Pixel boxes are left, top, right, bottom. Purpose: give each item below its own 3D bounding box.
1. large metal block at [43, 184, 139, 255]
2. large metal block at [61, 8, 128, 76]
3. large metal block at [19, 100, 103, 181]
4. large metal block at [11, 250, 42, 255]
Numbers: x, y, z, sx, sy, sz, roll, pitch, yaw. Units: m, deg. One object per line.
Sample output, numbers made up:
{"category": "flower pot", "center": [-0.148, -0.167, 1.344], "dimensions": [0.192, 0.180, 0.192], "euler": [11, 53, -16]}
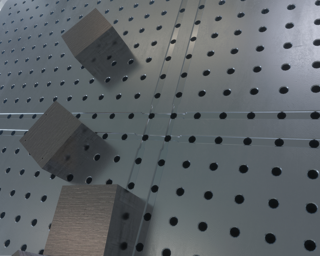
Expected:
{"category": "large metal block", "center": [-0.078, 0.113, 0.365], "dimensions": [0.080, 0.050, 0.080], "euler": [-6, 59, 25]}
{"category": "large metal block", "center": [-0.117, -0.154, 0.549], "dimensions": [0.080, 0.050, 0.080], "euler": [-39, 51, 2]}
{"category": "large metal block", "center": [-0.147, 0.018, 0.460], "dimensions": [0.080, 0.050, 0.080], "euler": [34, 81, 38]}
{"category": "large metal block", "center": [-0.130, 0.185, 0.329], "dimensions": [0.050, 0.080, 0.080], "euler": [-41, 51, 1]}
